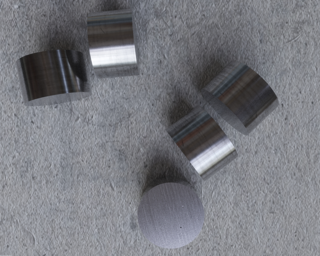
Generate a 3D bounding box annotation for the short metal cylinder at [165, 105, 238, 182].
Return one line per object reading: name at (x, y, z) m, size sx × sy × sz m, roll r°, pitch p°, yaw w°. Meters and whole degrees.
short metal cylinder at (0.051, 0.019, 0.383) m, size 0.050 × 0.080 × 0.080 m, roll -37°, pitch 90°, yaw 0°

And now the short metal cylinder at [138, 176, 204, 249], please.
short metal cylinder at (0.013, 0.105, 0.397) m, size 0.081 × 0.050 × 0.080 m, roll 0°, pitch 90°, yaw 0°

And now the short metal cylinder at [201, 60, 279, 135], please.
short metal cylinder at (0.097, -0.037, 0.383) m, size 0.050 × 0.080 × 0.080 m, roll -44°, pitch 90°, yaw 0°

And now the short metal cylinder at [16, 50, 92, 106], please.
short metal cylinder at (-0.129, -0.060, 0.381) m, size 0.080 × 0.080 × 0.050 m, roll -12°, pitch 90°, yaw 0°

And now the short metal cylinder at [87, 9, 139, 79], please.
short metal cylinder at (-0.055, -0.103, 0.382) m, size 0.050 × 0.080 × 0.080 m, roll -5°, pitch 90°, yaw 0°
